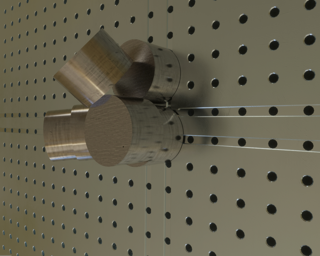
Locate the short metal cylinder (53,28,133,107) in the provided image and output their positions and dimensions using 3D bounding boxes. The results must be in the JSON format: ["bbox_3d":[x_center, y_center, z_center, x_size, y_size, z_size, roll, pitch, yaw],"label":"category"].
[{"bbox_3d":[-0.078,-0.070,0.364,0.080,0.080,0.050,-30,115,36],"label":"short metal cylinder"}]

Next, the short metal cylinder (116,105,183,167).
[{"bbox_3d":[-0.017,0.009,0.406,0.080,0.050,0.080,0,90,40],"label":"short metal cylinder"}]

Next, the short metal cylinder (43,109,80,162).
[{"bbox_3d":[-0.143,0.010,0.483,0.050,0.080,0.080,-6,85,-2],"label":"short metal cylinder"}]

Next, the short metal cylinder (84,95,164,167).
[{"bbox_3d":[-0.043,0.003,0.361,0.080,0.050,0.080,0,90,40],"label":"short metal cylinder"}]

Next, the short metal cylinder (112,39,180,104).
[{"bbox_3d":[-0.020,-0.072,0.409,0.080,0.050,0.079,0,90,40],"label":"short metal cylinder"}]

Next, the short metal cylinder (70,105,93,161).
[{"bbox_3d":[-0.091,0.005,0.439,0.050,0.080,0.080,-5,86,-2],"label":"short metal cylinder"}]
